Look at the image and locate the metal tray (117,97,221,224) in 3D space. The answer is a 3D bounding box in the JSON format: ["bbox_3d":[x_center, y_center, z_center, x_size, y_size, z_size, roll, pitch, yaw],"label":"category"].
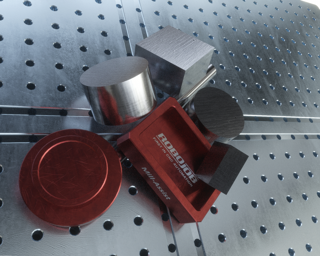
[{"bbox_3d":[0.021,0.038,0.375,0.130,0.030,0.090,52,51,-7],"label":"metal tray"}]

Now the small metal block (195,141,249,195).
[{"bbox_3d":[0.071,0.045,0.365,0.025,0.050,0.050,32,87,-11],"label":"small metal block"}]

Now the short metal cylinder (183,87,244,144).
[{"bbox_3d":[0.070,-0.011,0.435,0.081,0.050,0.080,14,56,-21],"label":"short metal cylinder"}]

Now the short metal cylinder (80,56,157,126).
[{"bbox_3d":[-0.048,-0.046,0.368,0.080,0.050,0.080,-9,33,6],"label":"short metal cylinder"}]

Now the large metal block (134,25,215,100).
[{"bbox_3d":[0.019,-0.097,0.446,0.080,0.050,0.080,32,49,18],"label":"large metal block"}]

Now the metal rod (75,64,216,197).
[{"bbox_3d":[-0.004,-0.013,0.416,0.025,0.025,0.302,44,52,2],"label":"metal rod"}]

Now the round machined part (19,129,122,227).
[{"bbox_3d":[-0.087,0.046,0.306,0.099,0.042,0.098,4,68,-10],"label":"round machined part"}]
